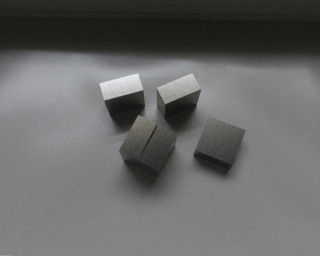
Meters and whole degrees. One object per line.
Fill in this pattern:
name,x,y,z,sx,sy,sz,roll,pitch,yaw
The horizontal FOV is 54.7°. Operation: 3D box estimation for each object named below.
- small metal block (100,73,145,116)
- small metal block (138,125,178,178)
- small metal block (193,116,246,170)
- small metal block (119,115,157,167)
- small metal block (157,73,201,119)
small metal block,-0.048,-0.043,0.412,0.050,0.050,0.025,-16,71,-6
small metal block,-0.002,0.030,0.385,0.025,0.050,0.050,28,72,9
small metal block,0.077,0.019,0.404,0.050,0.025,0.050,22,71,7
small metal block,-0.026,0.019,0.389,0.025,0.050,0.050,24,72,8
small metal block,0.024,-0.041,0.412,0.050,0.050,0.025,-24,72,-9
